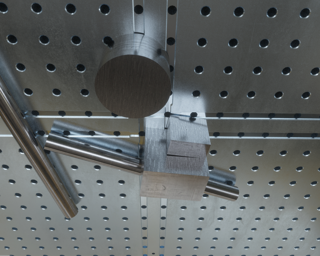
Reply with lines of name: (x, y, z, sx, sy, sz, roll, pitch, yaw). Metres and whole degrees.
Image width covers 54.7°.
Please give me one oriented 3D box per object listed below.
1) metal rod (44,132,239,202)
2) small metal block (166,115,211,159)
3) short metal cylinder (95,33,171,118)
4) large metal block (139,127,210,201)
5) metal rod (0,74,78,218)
metal rod: (-0.016, 0.062, 0.464, 0.302, 0.025, 0.025, 18, 128, -16)
small metal block: (0.036, 0.011, 0.405, 0.050, 0.050, 0.025, 7, 130, -7)
short metal cylinder: (-0.029, -0.057, 0.346, 0.081, 0.050, 0.079, 0, 130, 0)
large metal block: (0.017, 0.048, 0.416, 0.081, 0.080, 0.050, 6, 130, -6)
metal rod: (-0.178, 0.033, 0.436, 0.025, 0.025, 0.298, -8, 130, 6)
